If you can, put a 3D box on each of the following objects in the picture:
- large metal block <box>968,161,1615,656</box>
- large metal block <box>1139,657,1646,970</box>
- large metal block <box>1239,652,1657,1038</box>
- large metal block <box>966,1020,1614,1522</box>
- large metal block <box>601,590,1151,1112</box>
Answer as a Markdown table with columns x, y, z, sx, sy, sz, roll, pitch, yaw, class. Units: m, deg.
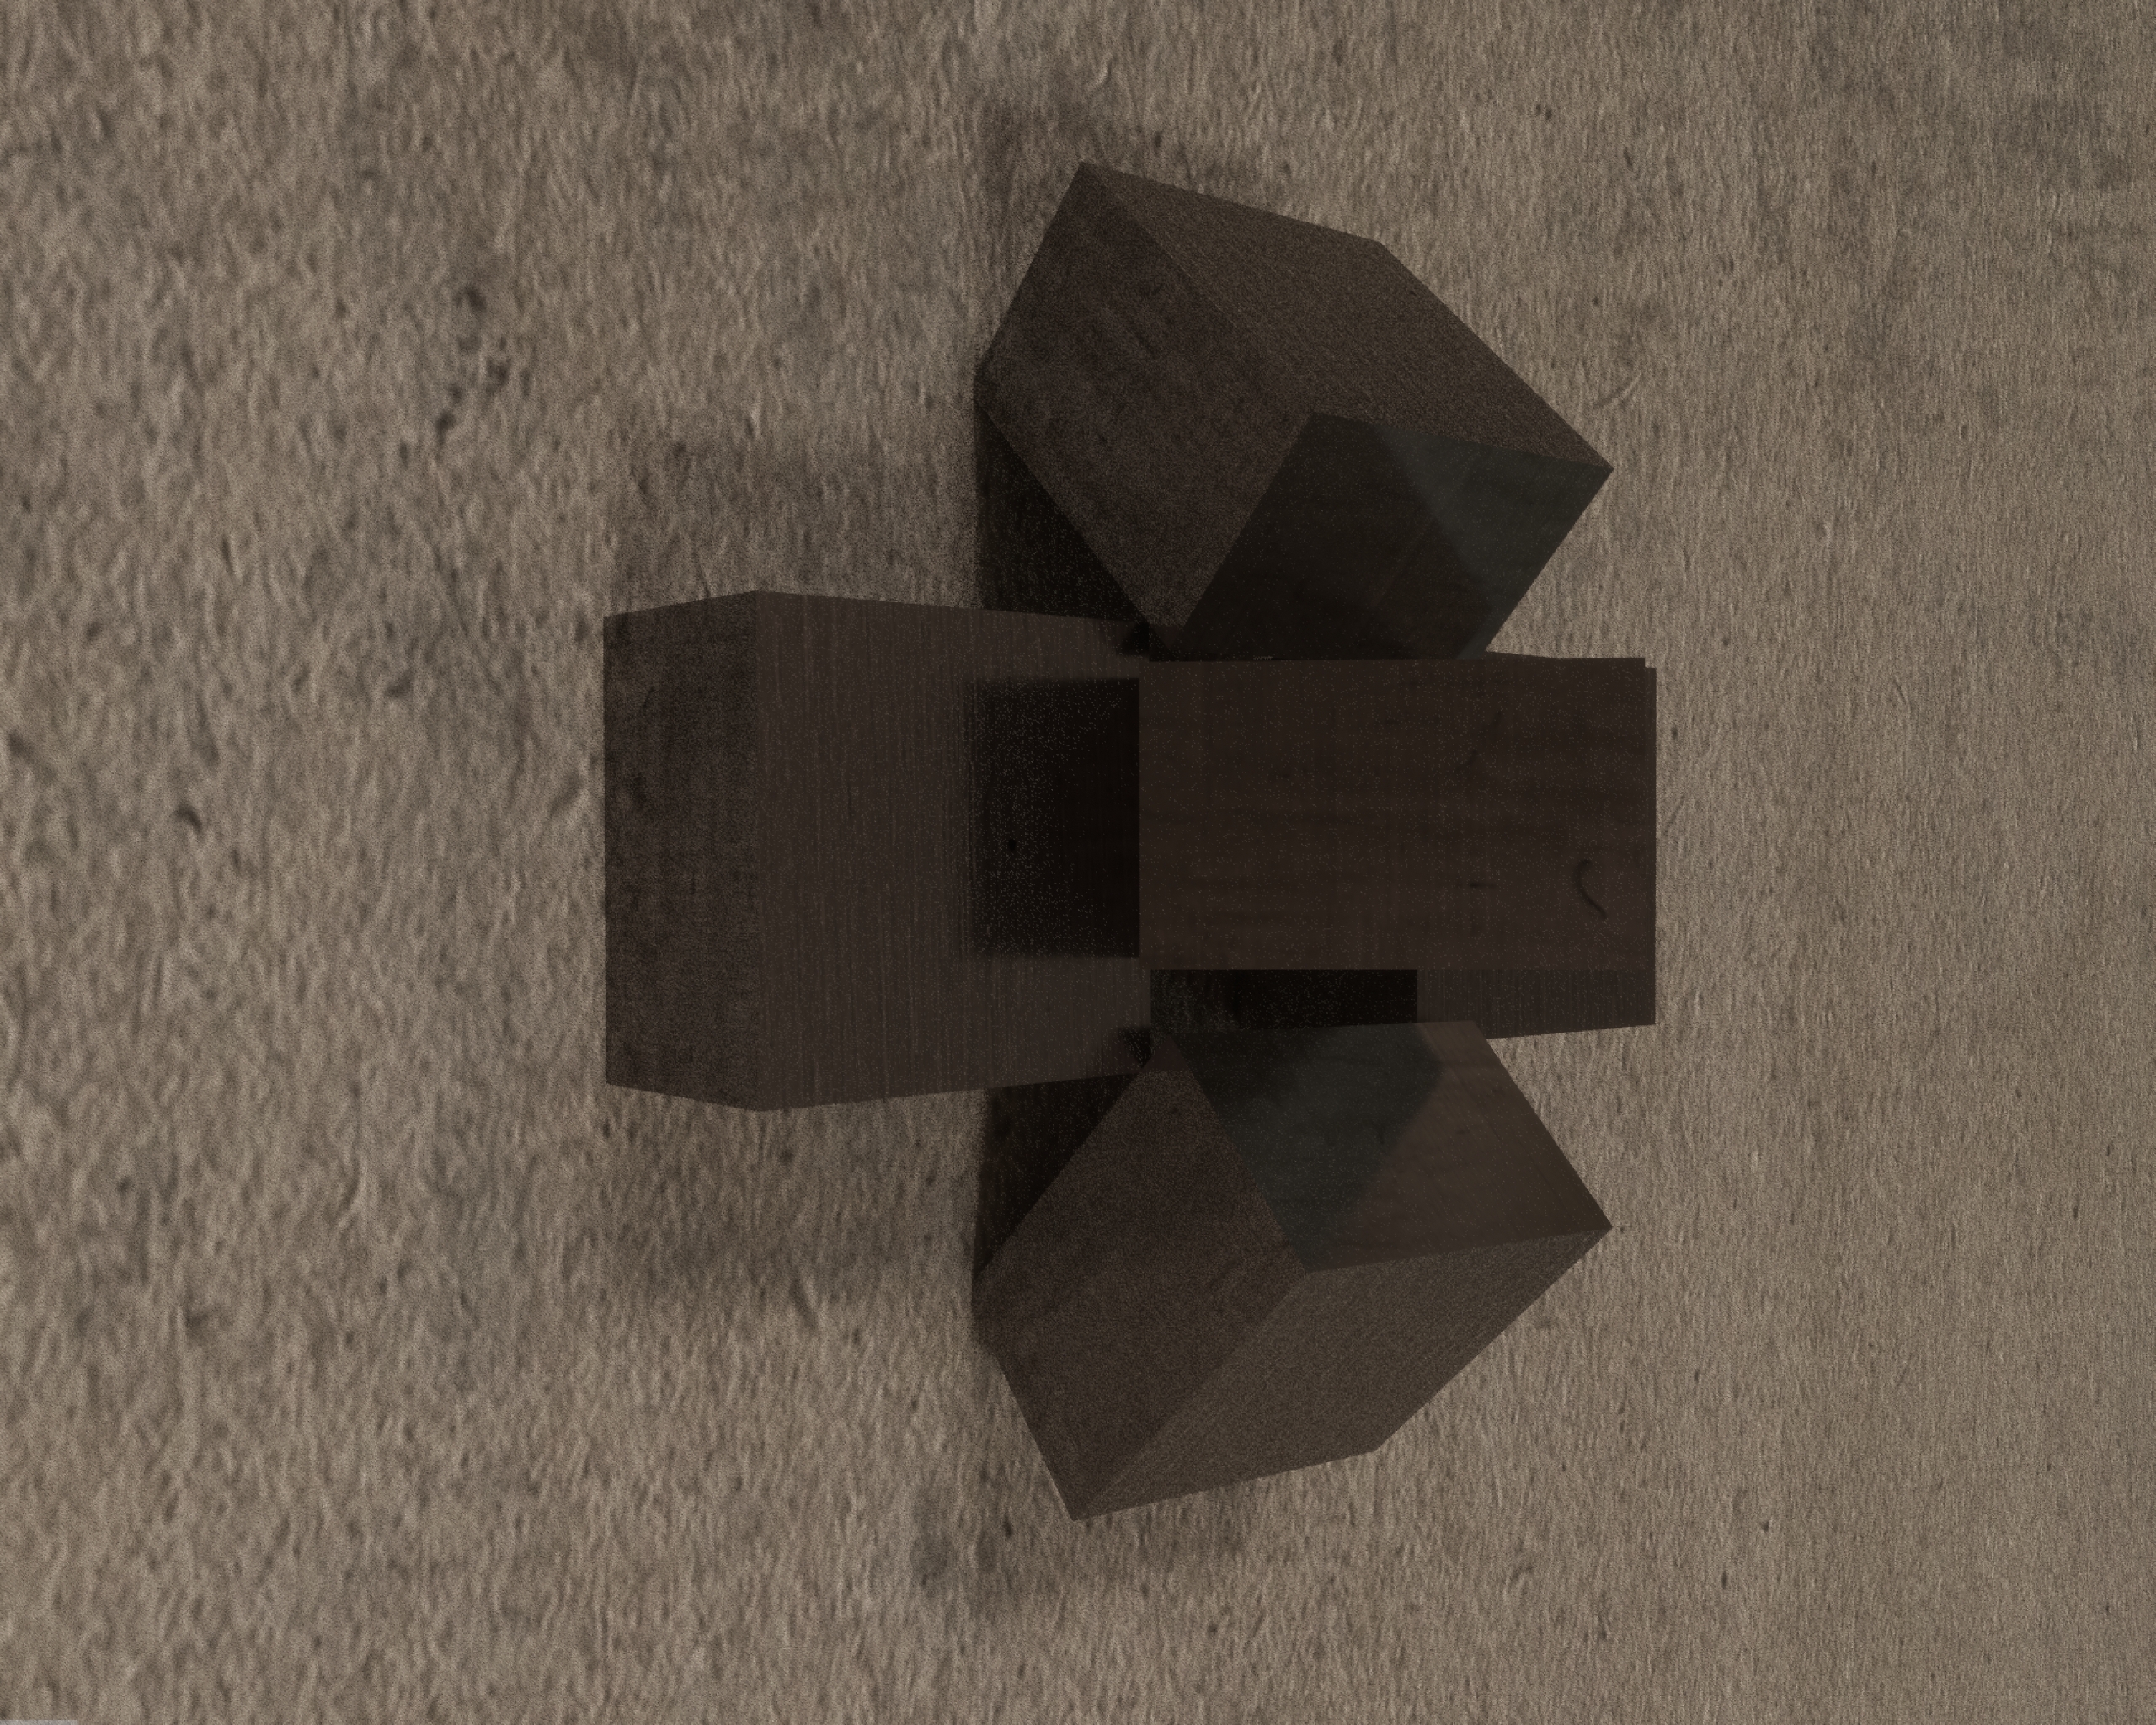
| x | y | z | sx | sy | sz | roll | pitch | yaw | class |
| --- | --- | --- | --- | --- | --- | --- | --- | --- | --- |
| 0.039 | -0.083 | 0.398 | 0.081 | 0.080 | 0.050 | 0 | 134 | -40 | large metal block |
| 0.053 | -0.008 | 0.374 | 0.080 | 0.080 | 0.050 | 0 | 91 | 4 | large metal block |
| 0.082 | -0.004 | 0.458 | 0.081 | 0.050 | 0.079 | 0 | 90 | -40 | large metal block |
| 0.039 | 0.076 | 0.397 | 0.081 | 0.080 | 0.050 | 2 | 46 | -39 | large metal block |
| -0.034 | -0.002 | 0.363 | 0.081 | 0.050 | 0.079 | -1 | 91 | -40 | large metal block |
